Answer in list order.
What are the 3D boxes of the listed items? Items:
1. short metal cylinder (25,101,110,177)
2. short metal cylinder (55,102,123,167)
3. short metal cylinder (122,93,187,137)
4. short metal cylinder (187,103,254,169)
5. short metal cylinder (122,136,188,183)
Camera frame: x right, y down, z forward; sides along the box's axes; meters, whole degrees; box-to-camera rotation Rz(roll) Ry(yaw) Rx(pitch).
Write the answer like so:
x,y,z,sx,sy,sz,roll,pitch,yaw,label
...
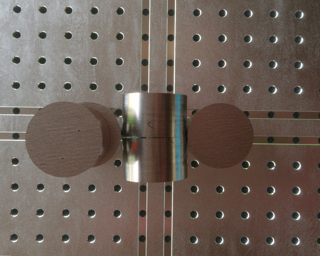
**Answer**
x,y,z,sx,sy,sz,roll,pitch,yaw,label
-0.100,0.012,0.348,0.081,0.050,0.079,0,90,0,short metal cylinder
-0.088,0.008,0.400,0.081,0.050,0.079,0,90,-1,short metal cylinder
-0.007,-0.015,0.386,0.081,0.080,0.050,1,91,0,short metal cylinder
0.074,0.009,0.401,0.081,0.050,0.079,0,90,-1,short metal cylinder
-0.006,0.036,0.385,0.081,0.080,0.050,-1,90,0,short metal cylinder
